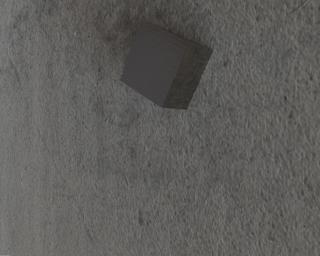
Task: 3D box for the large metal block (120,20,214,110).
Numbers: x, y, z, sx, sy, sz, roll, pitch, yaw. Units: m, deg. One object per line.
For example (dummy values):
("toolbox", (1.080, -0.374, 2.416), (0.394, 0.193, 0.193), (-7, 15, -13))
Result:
("large metal block", (0.006, -0.077, 0.385), (0.080, 0.050, 0.080), (36, 112, 34))
